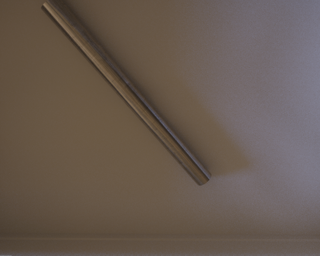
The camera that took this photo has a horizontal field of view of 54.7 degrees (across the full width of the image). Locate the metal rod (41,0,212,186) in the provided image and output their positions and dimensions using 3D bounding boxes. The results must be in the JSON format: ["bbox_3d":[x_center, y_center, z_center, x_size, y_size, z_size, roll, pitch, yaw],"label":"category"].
[{"bbox_3d":[-0.032,-0.036,0.397,0.025,0.025,0.300,-38,106,12],"label":"metal rod"}]
